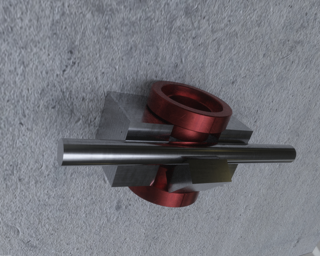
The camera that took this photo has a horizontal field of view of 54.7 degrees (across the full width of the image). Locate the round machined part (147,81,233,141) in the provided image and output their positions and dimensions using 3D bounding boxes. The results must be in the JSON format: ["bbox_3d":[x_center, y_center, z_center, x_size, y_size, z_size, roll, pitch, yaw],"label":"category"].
[{"bbox_3d":[0.032,-0.017,0.368,0.099,0.098,0.042,4,118,-30],"label":"round machined part"}]

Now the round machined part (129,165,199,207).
[{"bbox_3d":[0.008,0.056,0.400,0.099,0.098,0.042,4,111,-31],"label":"round machined part"}]

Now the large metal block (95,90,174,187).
[{"bbox_3d":[-0.035,0.011,0.360,0.050,0.080,0.079,4,116,-31],"label":"large metal block"}]

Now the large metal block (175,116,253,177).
[{"bbox_3d":[0.067,0.018,0.421,0.050,0.080,0.079,4,117,-30],"label":"large metal block"}]

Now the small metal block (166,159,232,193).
[{"bbox_3d":[0.042,0.054,0.343,0.050,0.025,0.050,2,158,-28],"label":"small metal block"}]

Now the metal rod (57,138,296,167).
[{"bbox_3d":[0.044,0.028,0.346,0.302,0.025,0.025,3,117,-30],"label":"metal rod"}]
